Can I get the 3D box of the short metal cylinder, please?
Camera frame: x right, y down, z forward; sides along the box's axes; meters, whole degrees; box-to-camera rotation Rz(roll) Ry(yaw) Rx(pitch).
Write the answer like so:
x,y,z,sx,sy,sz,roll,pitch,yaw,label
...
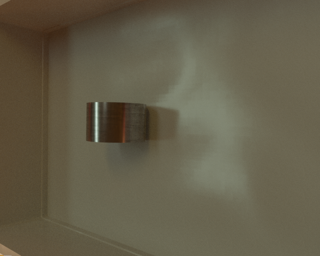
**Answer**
x,y,z,sx,sy,sz,roll,pitch,yaw,label
-0.059,-0.008,0.421,0.080,0.081,0.050,2,92,40,short metal cylinder
